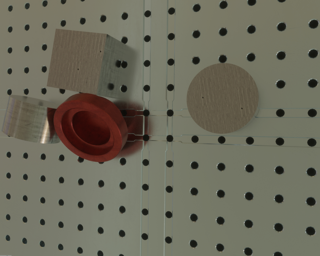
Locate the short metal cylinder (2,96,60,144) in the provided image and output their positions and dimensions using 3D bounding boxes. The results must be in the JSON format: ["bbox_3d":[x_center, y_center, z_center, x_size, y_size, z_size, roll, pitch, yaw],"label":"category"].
[{"bbox_3d":[-0.179,-0.013,0.447,0.080,0.080,0.050,17,96,19],"label":"short metal cylinder"}]

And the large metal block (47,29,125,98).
[{"bbox_3d":[-0.104,-0.089,0.436,0.080,0.050,0.080,12,94,19],"label":"large metal block"}]

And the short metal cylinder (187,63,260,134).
[{"bbox_3d":[0.078,-0.033,0.372,0.080,0.050,0.080,0,90,20],"label":"short metal cylinder"}]

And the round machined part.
[{"bbox_3d":[-0.089,-0.005,0.419,0.098,0.042,0.097,10,126,14],"label":"round machined part"}]
